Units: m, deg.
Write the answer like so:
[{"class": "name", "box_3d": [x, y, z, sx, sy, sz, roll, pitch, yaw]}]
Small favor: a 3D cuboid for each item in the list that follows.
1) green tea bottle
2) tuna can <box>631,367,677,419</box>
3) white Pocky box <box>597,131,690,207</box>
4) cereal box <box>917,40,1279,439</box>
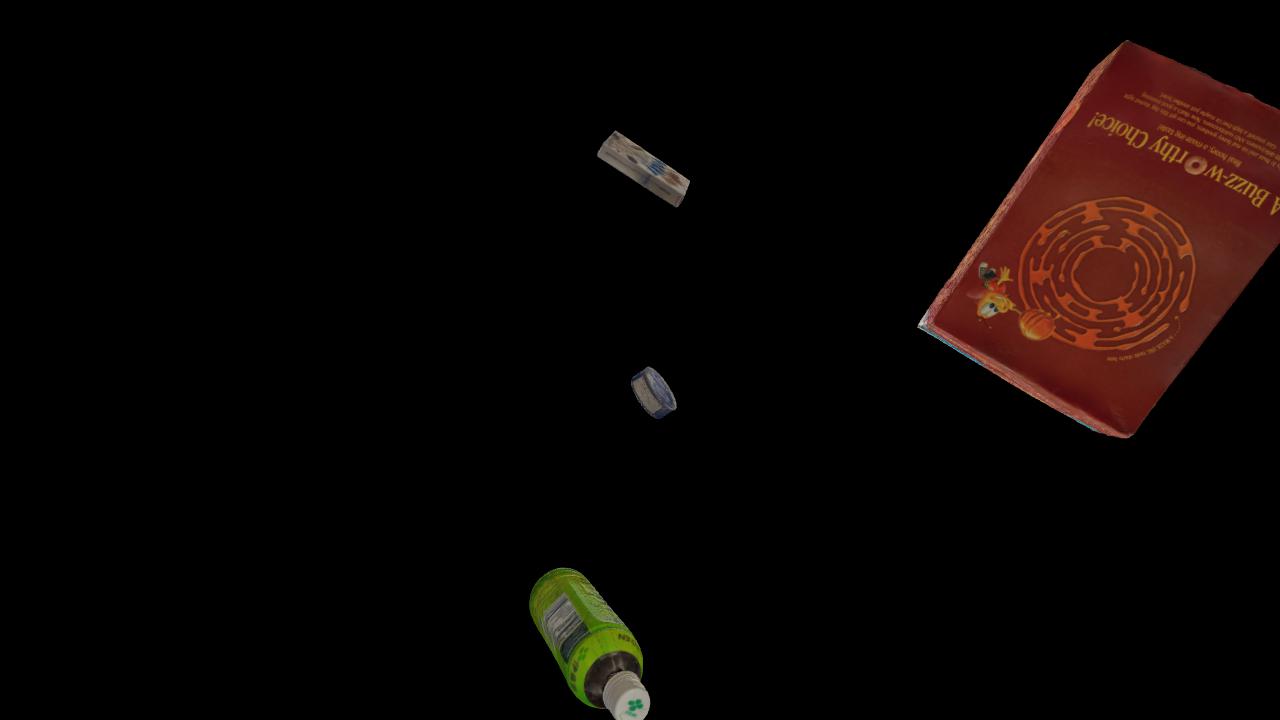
[{"class": "green tea bottle", "box_3d": [-0.047, 0.260, 0.564, 0.073, 0.073, 0.212, 0, 4, -21]}, {"class": "tuna can", "box_3d": [0.022, 0.054, 1.008, 0.034, 0.084, 0.084, -35, -11, 17]}, {"class": "white Pocky box", "box_3d": [0.009, -0.314, 1.011, 0.154, 0.028, 0.084, 31, 34, -9]}, {"class": "cereal box", "box_3d": [0.444, -0.107, 0.584, 0.203, 0.306, 0.081, 32, 10, 11]}]
